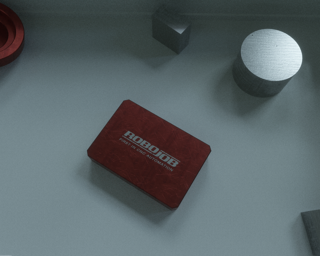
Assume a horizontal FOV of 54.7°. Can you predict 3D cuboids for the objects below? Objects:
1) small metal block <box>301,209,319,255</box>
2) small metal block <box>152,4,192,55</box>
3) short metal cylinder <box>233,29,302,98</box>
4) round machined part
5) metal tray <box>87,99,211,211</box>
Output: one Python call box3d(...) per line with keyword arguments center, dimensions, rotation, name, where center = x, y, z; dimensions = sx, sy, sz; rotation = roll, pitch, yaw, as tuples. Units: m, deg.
box3d(center=(0.204, 0.121, 0.368), dimensions=(0.050, 0.025, 0.050), rotation=(-7, 70, -3), name="small metal block")
box3d(center=(0.016, -0.142, 0.448), dimensions=(0.050, 0.050, 0.025), rotation=(37, 74, 12), name="small metal block")
box3d(center=(0.147, -0.089, 0.431), dimensions=(0.081, 0.050, 0.080), rotation=(0, 70, 0), name="short metal cylinder")
box3d(center=(-0.243, -0.127, 0.433), dimensions=(0.099, 0.042, 0.098), rotation=(7, 70, -21), name="round machined part")
box3d(center=(-0.013, 0.033, 0.395), dimensions=(0.130, 0.030, 0.090), rotation=(30, 72, 10), name="metal tray")
